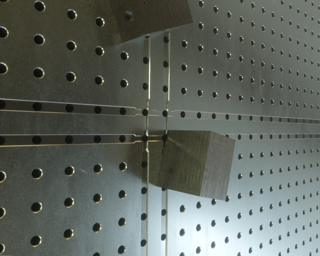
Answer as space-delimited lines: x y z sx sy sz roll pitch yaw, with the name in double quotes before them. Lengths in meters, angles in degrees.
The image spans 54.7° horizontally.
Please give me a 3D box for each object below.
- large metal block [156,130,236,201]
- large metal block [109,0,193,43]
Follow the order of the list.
"large metal block" 0.047 0.048 0.415 0.050 0.080 0.080 19 78 -39
"large metal block" -0.013 -0.158 0.383 0.081 0.050 0.080 -27 108 -37
